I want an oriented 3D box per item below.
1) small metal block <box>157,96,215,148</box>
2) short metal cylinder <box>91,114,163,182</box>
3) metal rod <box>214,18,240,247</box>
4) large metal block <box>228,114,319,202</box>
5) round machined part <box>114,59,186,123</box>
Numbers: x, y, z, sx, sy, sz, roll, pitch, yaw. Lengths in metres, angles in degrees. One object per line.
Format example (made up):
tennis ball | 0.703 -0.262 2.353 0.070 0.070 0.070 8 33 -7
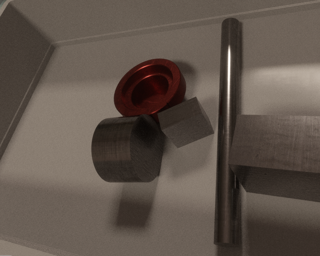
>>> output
small metal block | 0.032 -0.005 0.375 0.050 0.050 0.025 -24 53 13
short metal cylinder | -0.037 0.025 0.373 0.050 0.080 0.080 -5 60 25
metal rod | 0.083 -0.017 0.371 0.025 0.025 0.299 -6 59 24
large metal block | 0.117 0.030 0.290 0.080 0.080 0.050 3 63 29
round machined part | -0.010 -0.044 0.424 0.098 0.042 0.098 -14 53 20
